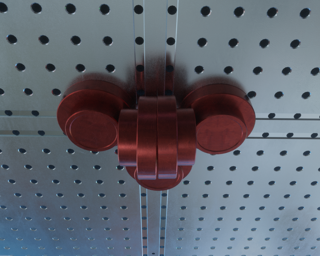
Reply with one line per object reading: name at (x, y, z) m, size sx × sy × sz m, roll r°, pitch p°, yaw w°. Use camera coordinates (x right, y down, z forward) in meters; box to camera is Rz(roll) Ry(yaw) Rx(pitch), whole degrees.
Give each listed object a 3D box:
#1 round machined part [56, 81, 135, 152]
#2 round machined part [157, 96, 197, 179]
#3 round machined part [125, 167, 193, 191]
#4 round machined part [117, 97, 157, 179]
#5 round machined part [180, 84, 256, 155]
round machined part at (-0.081, -0.008, 0.392) m, size 0.099 × 0.042 × 0.097 m, roll -1°, pitch 130°, yaw 0°
round machined part at (0.019, 0.010, 0.366) m, size 0.042 × 0.098 × 0.097 m, roll -1°, pitch 130°, yaw 0°
round machined part at (-0.002, 0.053, 0.446) m, size 0.099 × 0.042 × 0.097 m, roll -1°, pitch 130°, yaw 0°
round machined part at (-0.025, 0.011, 0.365) m, size 0.042 × 0.098 × 0.097 m, roll 1°, pitch 130°, yaw -1°
round machined part at (0.073, -0.004, 0.397) m, size 0.099 × 0.042 × 0.097 m, roll -1°, pitch 130°, yaw 0°
